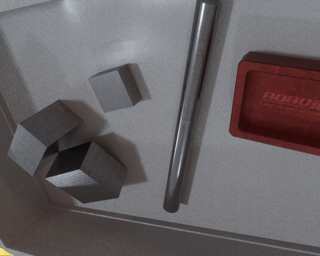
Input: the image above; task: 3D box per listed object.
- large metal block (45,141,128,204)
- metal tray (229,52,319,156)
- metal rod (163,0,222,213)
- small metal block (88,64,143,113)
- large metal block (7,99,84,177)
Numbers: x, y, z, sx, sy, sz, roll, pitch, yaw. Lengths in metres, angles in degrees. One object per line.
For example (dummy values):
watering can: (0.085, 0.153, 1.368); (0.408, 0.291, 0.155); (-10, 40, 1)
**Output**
large metal block: (-0.111, 0.071, 0.476); (0.080, 0.050, 0.080); (-17, 131, 34)
metal tray: (0.143, -0.022, 0.316); (0.130, 0.030, 0.089); (13, 124, 20)
metal rod: (0.033, -0.002, 0.388); (0.025, 0.025, 0.298); (19, 126, 17)
small metal block: (-0.059, -0.051, 0.406); (0.050, 0.025, 0.050); (-9, 114, 32)
large metal block: (-0.174, 0.014, 0.471); (0.050, 0.080, 0.080); (41, 129, 0)
